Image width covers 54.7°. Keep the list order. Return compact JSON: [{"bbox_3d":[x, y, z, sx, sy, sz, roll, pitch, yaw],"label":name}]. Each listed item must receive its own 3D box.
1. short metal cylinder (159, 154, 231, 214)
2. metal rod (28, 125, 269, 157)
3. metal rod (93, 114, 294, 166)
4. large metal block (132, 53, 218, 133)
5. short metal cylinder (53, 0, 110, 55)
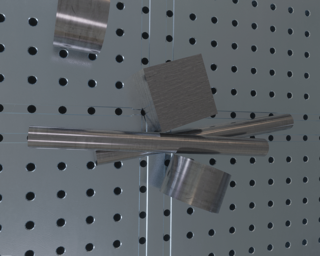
[{"bbox_3d":[0.045,0.071,0.400,0.080,0.080,0.050,23,83,-19],"label":"short metal cylinder"},{"bbox_3d":[0.000,0.018,0.385,0.302,0.025,0.025,4,89,-18],"label":"metal rod"},{"bbox_3d":[0.060,0.012,0.434,0.303,0.025,0.025,-9,93,-20],"label":"metal rod"},{"bbox_3d":[0.019,-0.045,0.406,0.081,0.050,0.080,-19,97,-19],"label":"large metal block"},{"bbox_3d":[-0.090,-0.128,0.350,0.050,0.080,0.080,7,88,-20],"label":"short metal cylinder"}]
